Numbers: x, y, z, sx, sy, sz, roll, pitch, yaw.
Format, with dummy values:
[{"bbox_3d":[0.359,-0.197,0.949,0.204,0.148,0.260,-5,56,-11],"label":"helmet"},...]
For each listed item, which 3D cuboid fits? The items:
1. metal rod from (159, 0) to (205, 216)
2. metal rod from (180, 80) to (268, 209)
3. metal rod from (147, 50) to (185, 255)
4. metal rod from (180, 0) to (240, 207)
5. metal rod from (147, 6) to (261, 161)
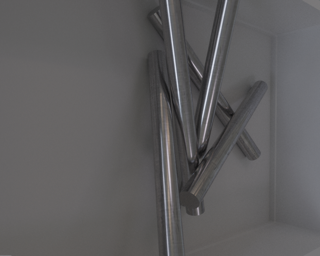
[{"bbox_3d":[0.027,-0.032,0.374,0.025,0.025,0.298,-20,109,-38],"label":"metal rod"},{"bbox_3d":[0.106,0.003,0.447,0.302,0.025,0.025,-46,118,-45],"label":"metal rod"},{"bbox_3d":[0.006,0.039,0.338,0.025,0.025,0.299,19,55,-38],"label":"metal rod"},{"bbox_3d":[0.061,-0.034,0.395,0.025,0.025,0.298,-6,113,-40],"label":"metal rod"},{"bbox_3d":[0.080,-0.052,0.472,0.300,0.025,0.025,49,61,-29],"label":"metal rod"}]
